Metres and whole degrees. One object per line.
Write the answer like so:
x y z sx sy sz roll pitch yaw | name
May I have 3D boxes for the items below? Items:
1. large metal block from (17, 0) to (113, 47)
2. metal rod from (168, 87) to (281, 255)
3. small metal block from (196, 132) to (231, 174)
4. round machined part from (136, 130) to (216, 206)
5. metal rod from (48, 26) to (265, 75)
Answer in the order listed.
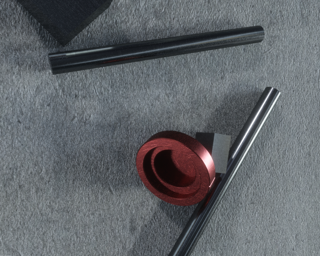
-0.110 -0.155 0.355 0.080 0.050 0.080 46 76 -15 | large metal block
0.094 0.068 0.445 0.025 0.025 0.300 36 78 -17 | metal rod
0.069 0.033 0.422 0.025 0.050 0.050 10 87 -21 | small metal block
0.023 0.046 0.390 0.098 0.098 0.042 59 37 -11 | round machined part
0.010 -0.108 0.413 0.302 0.025 0.025 -14 95 -20 | metal rod
